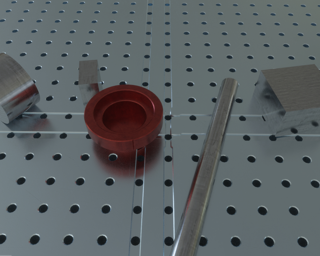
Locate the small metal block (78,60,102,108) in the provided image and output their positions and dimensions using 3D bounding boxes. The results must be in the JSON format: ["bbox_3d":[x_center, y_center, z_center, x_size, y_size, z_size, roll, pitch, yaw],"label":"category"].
[{"bbox_3d":[-0.098,-0.061,0.441,0.025,0.050,0.050,-6,50,-5],"label":"small metal block"}]

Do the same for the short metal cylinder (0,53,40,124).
[{"bbox_3d":[-0.209,-0.052,0.413,0.080,0.080,0.050,30,56,22],"label":"short metal cylinder"}]

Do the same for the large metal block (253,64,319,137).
[{"bbox_3d":[0.186,-0.039,0.427,0.081,0.050,0.080,-8,51,-7],"label":"large metal block"}]

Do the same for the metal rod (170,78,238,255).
[{"bbox_3d":[0.058,0.043,0.371,0.025,0.025,0.300,14,51,11],"label":"metal rod"}]

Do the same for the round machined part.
[{"bbox_3d":[-0.045,-0.008,0.403,0.099,0.042,0.098,0,50,0],"label":"round machined part"}]
